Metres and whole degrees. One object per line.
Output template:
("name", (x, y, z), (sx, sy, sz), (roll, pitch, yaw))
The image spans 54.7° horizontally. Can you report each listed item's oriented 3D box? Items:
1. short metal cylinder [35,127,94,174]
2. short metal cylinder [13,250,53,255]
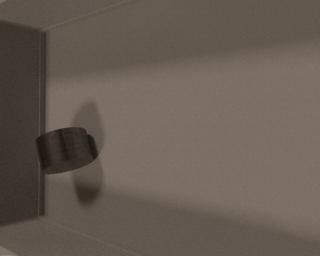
("short metal cylinder", (-0.151, 0.037, 0.493), (0.080, 0.081, 0.050), (-29, 72, 36))
("short metal cylinder", (-0.237, 0.267, 0.565), (0.080, 0.081, 0.050), (12, 98, 39))
